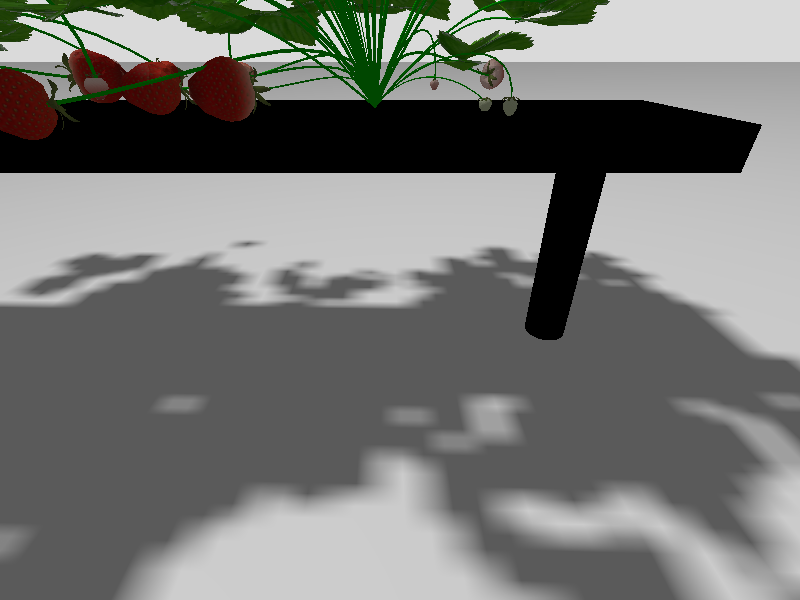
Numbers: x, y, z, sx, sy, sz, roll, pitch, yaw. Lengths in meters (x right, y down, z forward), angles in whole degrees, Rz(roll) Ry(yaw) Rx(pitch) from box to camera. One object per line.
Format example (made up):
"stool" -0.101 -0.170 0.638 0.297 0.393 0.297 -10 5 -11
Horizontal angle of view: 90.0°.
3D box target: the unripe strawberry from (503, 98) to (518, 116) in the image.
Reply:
"unripe strawberry" 0.074 -0.130 0.270 0.010 0.011 0.011 16 35 24

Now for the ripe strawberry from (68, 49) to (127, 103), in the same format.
"ripe strawberry" -0.243 -0.181 0.325 0.037 0.039 0.034 -2 32 -5

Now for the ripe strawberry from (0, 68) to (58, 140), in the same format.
"ripe strawberry" -0.191 -0.095 0.196 0.033 0.032 0.030 -23 39 -31

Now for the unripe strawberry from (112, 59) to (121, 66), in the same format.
"unripe strawberry" -0.376 -0.299 0.526 0.025 0.028 0.027 11 -6 17

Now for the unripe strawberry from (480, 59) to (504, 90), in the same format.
"unripe strawberry" 0.105 -0.252 0.448 0.026 0.030 0.028 22 38 31

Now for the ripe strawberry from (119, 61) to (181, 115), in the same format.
"ripe strawberry" -0.164 -0.139 0.264 0.036 0.031 0.036 -11 34 -16

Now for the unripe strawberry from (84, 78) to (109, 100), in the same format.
"unripe strawberry" -0.224 -0.156 0.297 0.015 0.015 0.014 2 32 3

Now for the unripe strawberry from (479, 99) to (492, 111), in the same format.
"unripe strawberry" 0.066 -0.151 0.309 0.010 0.010 0.009 3 32 4

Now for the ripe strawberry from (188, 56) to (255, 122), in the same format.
"ripe strawberry" -0.112 -0.131 0.251 0.037 0.037 0.035 -22 38 -30

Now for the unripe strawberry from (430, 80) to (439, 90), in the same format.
"unripe strawberry" 0.038 -0.236 0.440 0.009 0.010 0.011 12 34 18

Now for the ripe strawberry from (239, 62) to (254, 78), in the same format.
"ripe strawberry" -0.169 -0.233 0.418 0.031 0.027 0.031 24 39 34

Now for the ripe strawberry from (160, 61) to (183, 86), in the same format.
"ripe strawberry" -0.268 -0.261 0.467 0.027 0.029 0.030 30 2 39
